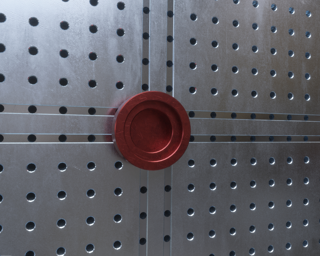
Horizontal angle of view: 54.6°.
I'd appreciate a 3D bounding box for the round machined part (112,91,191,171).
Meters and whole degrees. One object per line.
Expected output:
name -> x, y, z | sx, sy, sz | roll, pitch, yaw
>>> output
round machined part -> -0.014, 0.003, 0.398 | 0.099, 0.042, 0.097 | 0, 90, -20
